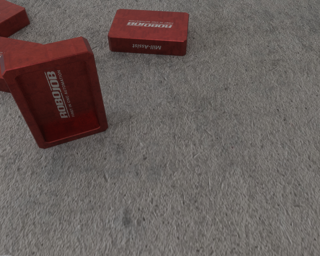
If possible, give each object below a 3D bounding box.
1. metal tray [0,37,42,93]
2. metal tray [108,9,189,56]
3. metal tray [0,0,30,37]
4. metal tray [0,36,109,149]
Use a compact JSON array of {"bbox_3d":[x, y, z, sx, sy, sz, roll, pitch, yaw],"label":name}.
[{"bbox_3d":[-0.257,-0.104,0.485,0.131,0.030,0.090,12,51,10],"label":"metal tray"},{"bbox_3d":[-0.017,-0.169,0.541,0.131,0.030,0.090,5,50,3],"label":"metal tray"},{"bbox_3d":[-0.321,-0.205,0.570,0.130,0.030,0.090,25,54,19],"label":"metal tray"},{"bbox_3d":[-0.116,-0.036,0.364,0.091,0.129,0.030,-17,52,-14],"label":"metal tray"}]
